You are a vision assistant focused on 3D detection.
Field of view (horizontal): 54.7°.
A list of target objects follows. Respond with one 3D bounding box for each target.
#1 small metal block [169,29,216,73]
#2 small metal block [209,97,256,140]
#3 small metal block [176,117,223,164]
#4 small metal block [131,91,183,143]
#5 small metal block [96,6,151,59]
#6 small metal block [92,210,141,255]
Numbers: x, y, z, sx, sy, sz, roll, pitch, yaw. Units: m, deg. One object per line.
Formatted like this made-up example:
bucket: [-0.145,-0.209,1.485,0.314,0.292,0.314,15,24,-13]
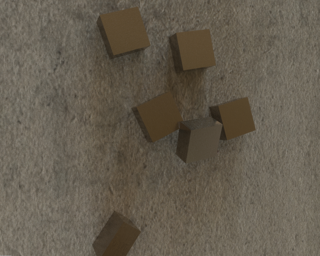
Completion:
small metal block: [0.045,-0.106,0.427,0.050,0.025,0.050,-13,95,-20]
small metal block: [0.105,-0.014,0.450,0.050,0.025,0.050,-18,96,-20]
small metal block: [0.052,0.016,0.415,0.050,0.025,0.050,-10,121,-28]
small metal block: [-0.002,-0.015,0.409,0.050,0.025,0.050,-28,99,-18]
small metal block: [-0.046,-0.120,0.393,0.050,0.025,0.050,-21,97,-19]
small metal block: [-0.054,0.135,0.377,0.025,0.050,0.050,37,78,-17]
